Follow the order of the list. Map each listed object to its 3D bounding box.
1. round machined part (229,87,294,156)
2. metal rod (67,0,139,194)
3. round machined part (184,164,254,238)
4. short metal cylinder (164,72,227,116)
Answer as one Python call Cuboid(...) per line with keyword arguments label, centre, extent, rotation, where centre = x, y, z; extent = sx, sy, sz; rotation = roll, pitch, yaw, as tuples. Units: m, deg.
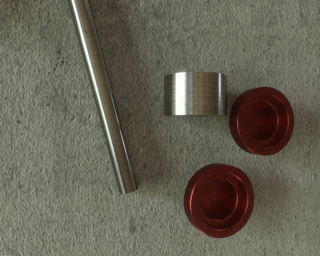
Cuboid(label="round machined part", centre=(0.143, -0.010, 0.455), extent=(0.099, 0.042, 0.097), rotation=(0, 90, -21))
Cuboid(label="metal rod", centre=(-0.076, -0.065, 0.381), extent=(0.025, 0.025, 0.298), rotation=(-16, 96, -20))
Cuboid(label="round machined part", centre=(0.077, 0.097, 0.430), extent=(0.099, 0.042, 0.097), rotation=(0, 90, -21))
Cuboid(label="short metal cylinder", centre=(0.045, -0.040, 0.398), extent=(0.081, 0.080, 0.050), rotation=(0, 90, -20))
